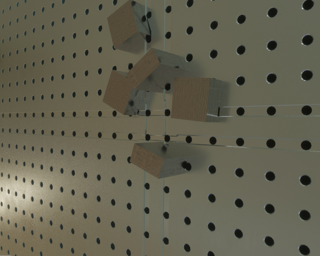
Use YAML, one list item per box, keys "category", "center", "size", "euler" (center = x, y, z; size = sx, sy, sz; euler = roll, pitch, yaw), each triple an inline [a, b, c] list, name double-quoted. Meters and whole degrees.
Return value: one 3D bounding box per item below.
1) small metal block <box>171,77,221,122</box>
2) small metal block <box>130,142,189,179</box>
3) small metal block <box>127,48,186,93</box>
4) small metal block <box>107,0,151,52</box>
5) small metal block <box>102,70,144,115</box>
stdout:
- category: "small metal block"
  center: [0.043, -0.034, 0.373]
  size: [0.050, 0.025, 0.050]
  euler: [8, 95, 39]
- category: "small metal block"
  center: [-0.001, 0.039, 0.392]
  size: [0.050, 0.050, 0.025]
  euler: [25, 106, 37]
- category: "small metal block"
  center: [-0.005, -0.072, 0.395]
  size: [0.050, 0.050, 0.025]
  euler: [-39, 67, 33]
- category: "small metal block"
  center: [-0.046, -0.146, 0.445]
  size: [0.050, 0.025, 0.050]
  euler: [-23, 76, 37]
- category: "small metal block"
  center: [-0.052, -0.051, 0.450]
  size: [0.050, 0.025, 0.050]
  euler: [32, 109, 35]
